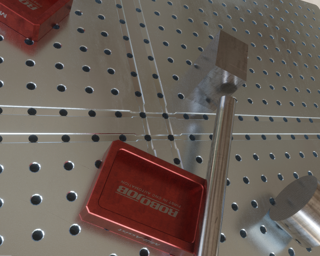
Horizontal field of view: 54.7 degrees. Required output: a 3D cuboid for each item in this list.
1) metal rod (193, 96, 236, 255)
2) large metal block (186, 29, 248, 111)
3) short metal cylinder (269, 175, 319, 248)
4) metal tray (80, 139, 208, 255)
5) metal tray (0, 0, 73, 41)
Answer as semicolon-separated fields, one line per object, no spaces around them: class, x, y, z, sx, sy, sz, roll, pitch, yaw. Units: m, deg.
metal rod;0.062;0.078;0.354;0.025;0.025;0.300;26;52;-12
large metal block;0.087;-0.086;0.472;0.050;0.080;0.080;24;53;-14
short metal cylinder;0.194;0.109;0.411;0.050;0.080;0.080;43;51;1
metal tray;-0.011;0.080;0.350;0.131;0.030;0.090;26;53;-12
metal tray;-0.195;-0.183;0.411;0.130;0.030;0.090;32;51;-7
